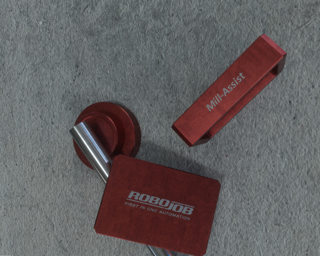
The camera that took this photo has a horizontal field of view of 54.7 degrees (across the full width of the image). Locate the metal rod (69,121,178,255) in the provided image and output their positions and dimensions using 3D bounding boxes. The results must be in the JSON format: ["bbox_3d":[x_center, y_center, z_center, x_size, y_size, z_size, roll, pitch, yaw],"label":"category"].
[{"bbox_3d":[-0.020,0.122,0.388,0.025,0.025,0.299,-34,89,16],"label":"metal rod"}]

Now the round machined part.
[{"bbox_3d":[-0.079,0.012,0.427,0.098,0.042,0.097,0,90,19],"label":"round machined part"}]

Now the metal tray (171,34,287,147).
[{"bbox_3d":[0.079,-0.035,0.346,0.130,0.090,0.030,-46,76,14],"label":"metal tray"}]

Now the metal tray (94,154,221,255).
[{"bbox_3d":[-0.002,0.090,0.366,0.131,0.030,0.090,16,80,-8],"label":"metal tray"}]
